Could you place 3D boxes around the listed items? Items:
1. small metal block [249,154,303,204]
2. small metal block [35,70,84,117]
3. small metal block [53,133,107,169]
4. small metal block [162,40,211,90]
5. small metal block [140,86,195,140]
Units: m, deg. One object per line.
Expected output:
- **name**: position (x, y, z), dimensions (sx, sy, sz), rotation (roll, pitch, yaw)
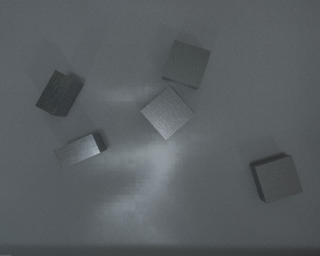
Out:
- **small metal block**: position (0.154, 0.067, 0.414), dimensions (0.050, 0.025, 0.050), rotation (-17, 90, -1)
- **small metal block**: position (-0.127, -0.043, 0.397), dimensions (0.025, 0.050, 0.050), rotation (29, 90, 0)
- **small metal block**: position (-0.100, 0.028, 0.398), dimensions (0.050, 0.050, 0.025), rotation (-23, 90, 0)
- **small metal block**: position (0.035, -0.083, 0.412), dimensions (0.050, 0.025, 0.050), rotation (18, 90, -1)
- **small metal block**: position (0.010, -0.019, 0.412), dimensions (0.050, 0.025, 0.050), rotation (-41, 91, 0)
